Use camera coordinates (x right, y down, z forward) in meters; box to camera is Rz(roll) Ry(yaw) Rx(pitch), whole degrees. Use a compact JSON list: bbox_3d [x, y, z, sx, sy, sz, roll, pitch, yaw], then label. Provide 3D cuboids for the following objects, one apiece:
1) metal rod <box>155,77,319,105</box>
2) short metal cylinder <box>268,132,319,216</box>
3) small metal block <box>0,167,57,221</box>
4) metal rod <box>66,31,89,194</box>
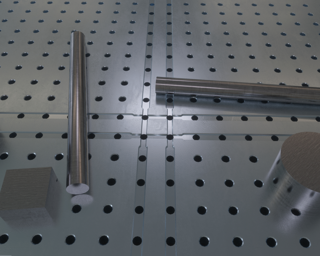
[{"bbox_3d":[0.145,-0.053,0.452,0.302,0.025,0.025,4,50,3],"label":"metal rod"},{"bbox_3d":[0.170,0.051,0.350,0.081,0.050,0.080,0,50,0],"label":"short metal cylinder"},{"bbox_3d":[-0.147,0.073,0.345,0.050,0.025,0.050,-3,50,-3],"label":"small metal block"},{"bbox_3d":[-0.118,-0.045,0.443,0.025,0.025,0.300,-7,50,-6],"label":"metal rod"}]
